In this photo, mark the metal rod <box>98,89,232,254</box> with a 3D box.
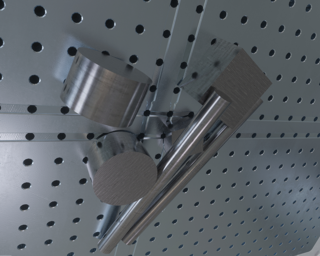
[{"bbox_3d":[-0.006,0.073,0.418,0.025,0.025,0.298,17,120,-35],"label":"metal rod"}]

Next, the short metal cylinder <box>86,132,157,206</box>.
[{"bbox_3d":[-0.050,0.051,0.396,0.081,0.050,0.079,-11,121,-18],"label":"short metal cylinder"}]

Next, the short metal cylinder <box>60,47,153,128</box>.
[{"bbox_3d":[-0.055,-0.042,0.320,0.081,0.080,0.050,15,111,-34],"label":"short metal cylinder"}]

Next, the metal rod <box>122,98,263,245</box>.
[{"bbox_3d":[0.045,0.065,0.475,0.299,0.025,0.025,-48,129,6],"label":"metal rod"}]

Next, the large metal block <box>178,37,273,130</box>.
[{"bbox_3d":[0.086,-0.057,0.407,0.080,0.050,0.080,33,100,-39],"label":"large metal block"}]

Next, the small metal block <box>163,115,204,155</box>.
[{"bbox_3d":[0.034,0.014,0.438,0.050,0.025,0.050,-15,125,-20],"label":"small metal block"}]
